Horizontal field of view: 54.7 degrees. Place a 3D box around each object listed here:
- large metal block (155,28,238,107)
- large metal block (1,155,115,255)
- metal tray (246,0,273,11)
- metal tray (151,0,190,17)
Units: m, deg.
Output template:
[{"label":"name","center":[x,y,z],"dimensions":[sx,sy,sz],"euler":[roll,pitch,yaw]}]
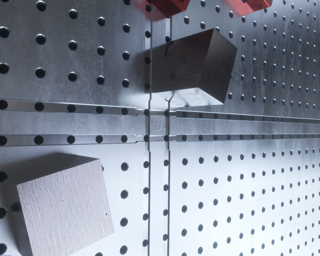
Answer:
[{"label":"large metal block","center":[0.047,-0.076,0.413],"dimensions":[0.050,0.080,0.080],"euler":[26,74,-37]},{"label":"large metal block","center":[-0.100,0.078,0.309],"dimensions":[0.081,0.050,0.079],"euler":[-16,100,-39]},{"label":"metal tray","center":[0.176,-0.289,0.552],"dimensions":[0.090,0.030,0.130],"euler":[30,72,-36]},{"label":"metal tray","center":[-0.005,-0.221,0.400],"dimensions":[0.130,0.030,0.090],"euler":[33,69,-35]}]
